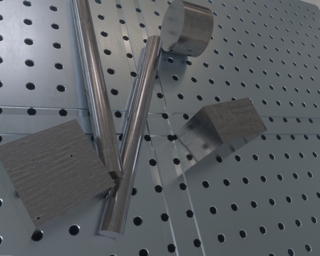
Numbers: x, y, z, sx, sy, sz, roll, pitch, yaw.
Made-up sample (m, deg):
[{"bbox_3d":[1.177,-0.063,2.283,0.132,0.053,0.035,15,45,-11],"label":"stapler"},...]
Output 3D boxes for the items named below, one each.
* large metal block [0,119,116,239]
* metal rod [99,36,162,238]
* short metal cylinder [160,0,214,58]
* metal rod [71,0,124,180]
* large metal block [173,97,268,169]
[{"bbox_3d":[-0.105,0.048,0.306,0.081,0.050,0.080,-25,75,-37],"label":"large metal block"},{"bbox_3d":[-0.029,-0.013,0.400,0.025,0.025,0.300,21,54,-16],"label":"metal rod"},{"bbox_3d":[0.041,-0.156,0.491,0.050,0.080,0.080,6,59,-25],"label":"short metal cylinder"},{"bbox_3d":[-0.087,-0.077,0.396,0.025,0.025,0.299,0,58,-28],"label":"metal rod"},{"bbox_3d":[0.078,0.007,0.411,0.081,0.080,0.050,-13,69,-33],"label":"large metal block"}]
